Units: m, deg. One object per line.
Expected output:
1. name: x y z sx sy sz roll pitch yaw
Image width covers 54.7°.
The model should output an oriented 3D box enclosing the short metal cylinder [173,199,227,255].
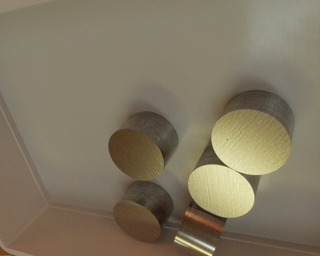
1. short metal cylinder: 0.058 0.135 0.425 0.050 0.080 0.079 23 127 14

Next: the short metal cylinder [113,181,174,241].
1. short metal cylinder: -0.025 0.129 0.484 0.080 0.050 0.079 13 124 20

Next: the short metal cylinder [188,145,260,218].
1. short metal cylinder: 0.082 0.065 0.389 0.080 0.050 0.079 13 124 20

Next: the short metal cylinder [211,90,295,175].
1. short metal cylinder: 0.103 0.004 0.341 0.080 0.050 0.079 13 124 20

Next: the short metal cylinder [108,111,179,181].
1. short metal cylinder: -0.021 0.024 0.417 0.080 0.050 0.079 13 124 20
